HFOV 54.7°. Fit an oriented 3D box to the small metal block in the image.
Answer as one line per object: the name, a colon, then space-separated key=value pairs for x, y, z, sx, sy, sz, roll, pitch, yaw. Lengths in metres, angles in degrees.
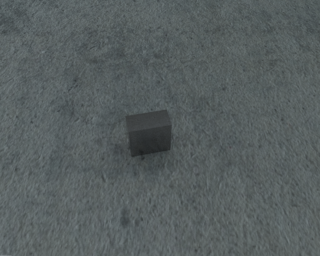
small metal block: x=-0.014 y=0.007 z=0.381 sx=0.050 sy=0.050 sz=0.025 roll=-10 pitch=51 yaw=-9
